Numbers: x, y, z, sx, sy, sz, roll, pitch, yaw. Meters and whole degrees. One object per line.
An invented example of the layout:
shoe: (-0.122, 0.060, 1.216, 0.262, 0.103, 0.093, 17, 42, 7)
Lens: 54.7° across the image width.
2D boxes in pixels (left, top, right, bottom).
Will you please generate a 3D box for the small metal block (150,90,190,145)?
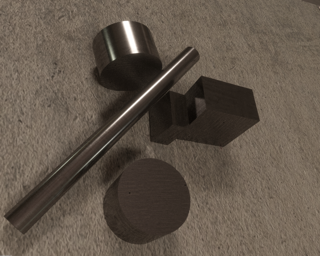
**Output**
small metal block: (0.011, -0.012, 0.401, 0.025, 0.050, 0.050, 14, 56, -29)

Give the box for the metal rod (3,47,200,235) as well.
metal rod: (-0.044, -0.007, 0.356, 0.025, 0.025, 0.301, 43, 60, 0)

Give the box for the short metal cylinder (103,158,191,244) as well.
short metal cylinder: (-0.015, 0.079, 0.333, 0.081, 0.050, 0.080, 14, 56, -21)

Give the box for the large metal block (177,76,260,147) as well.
large metal block: (0.073, -0.019, 0.421, 0.081, 0.080, 0.050, 11, 57, -23)

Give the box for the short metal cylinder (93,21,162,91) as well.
short metal cylinder: (-0.043, -0.091, 0.402, 0.081, 0.080, 0.050, -3, 64, -30)
